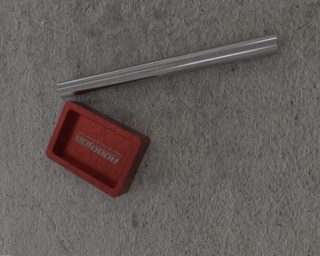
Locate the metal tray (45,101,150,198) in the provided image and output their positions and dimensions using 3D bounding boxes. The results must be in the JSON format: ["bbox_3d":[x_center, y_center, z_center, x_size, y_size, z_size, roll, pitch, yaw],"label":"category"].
[{"bbox_3d":[-0.090,0.027,0.437,0.130,0.030,0.090,27,99,18],"label":"metal tray"}]

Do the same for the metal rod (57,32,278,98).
[{"bbox_3d":[-0.004,-0.078,0.410,0.301,0.025,0.025,-9,87,19],"label":"metal rod"}]
